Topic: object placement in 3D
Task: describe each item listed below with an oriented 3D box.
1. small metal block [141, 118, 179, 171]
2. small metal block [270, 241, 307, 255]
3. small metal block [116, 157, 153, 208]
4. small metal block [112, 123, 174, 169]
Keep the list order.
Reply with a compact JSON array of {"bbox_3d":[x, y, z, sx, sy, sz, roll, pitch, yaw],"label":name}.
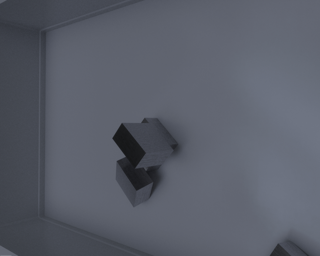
[{"bbox_3d":[-0.011,0.022,0.414,0.050,0.025,0.050,51,120,27],"label":"small metal block"},{"bbox_3d":[0.125,0.146,0.294,0.050,0.025,0.050,44,115,47],"label":"small metal block"},{"bbox_3d":[-0.036,0.071,0.420,0.050,0.025,0.050,51,150,27],"label":"small metal block"},{"bbox_3d":[-0.020,0.020,0.373,0.050,0.050,0.025,49,119,28],"label":"small metal block"}]
